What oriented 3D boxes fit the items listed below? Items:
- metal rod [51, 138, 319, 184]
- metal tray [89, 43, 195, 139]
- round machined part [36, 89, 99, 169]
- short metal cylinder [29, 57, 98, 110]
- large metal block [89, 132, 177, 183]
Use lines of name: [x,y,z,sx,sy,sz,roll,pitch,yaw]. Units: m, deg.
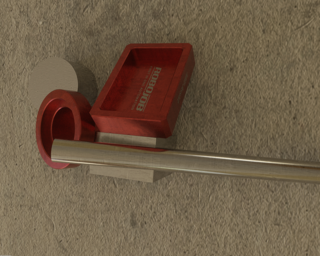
metal rod: [0.041,0.037,0.333,0.302,0.025,0.025,5,92,-5]
metal tray: [-0.016,-0.051,0.372,0.090,0.030,0.130,5,52,19]
round machined part: [-0.112,0.002,0.393,0.098,0.042,0.097,-1,88,39]
short metal cylinder: [-0.137,-0.057,0.444,0.080,0.050,0.079,0,90,19]
large metal block: [-0.030,0.032,0.390,0.080,0.080,0.050,5,92,19]
